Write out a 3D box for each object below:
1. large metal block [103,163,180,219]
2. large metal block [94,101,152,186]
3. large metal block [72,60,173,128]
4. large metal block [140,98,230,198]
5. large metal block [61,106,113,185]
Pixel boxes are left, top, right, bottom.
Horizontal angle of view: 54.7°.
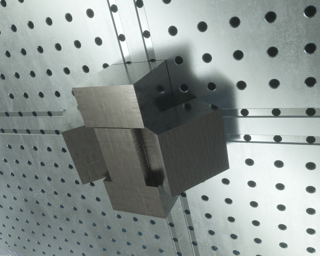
[{"bbox_3d":[-0.017,0.072,0.426,0.080,0.080,0.050,1,119,27],"label":"large metal block"},{"bbox_3d":[-0.030,0.016,0.399,0.050,0.080,0.079,1,119,27],"label":"large metal block"},{"bbox_3d":[-0.041,-0.041,0.369,0.080,0.080,0.050,1,119,27],"label":"large metal block"},{"bbox_3d":[0.029,0.020,0.361,0.050,0.081,0.079,33,141,57],"label":"large metal block"},{"bbox_3d":[-0.096,0.017,0.426,0.050,0.080,0.080,-17,116,-8],"label":"large metal block"}]
